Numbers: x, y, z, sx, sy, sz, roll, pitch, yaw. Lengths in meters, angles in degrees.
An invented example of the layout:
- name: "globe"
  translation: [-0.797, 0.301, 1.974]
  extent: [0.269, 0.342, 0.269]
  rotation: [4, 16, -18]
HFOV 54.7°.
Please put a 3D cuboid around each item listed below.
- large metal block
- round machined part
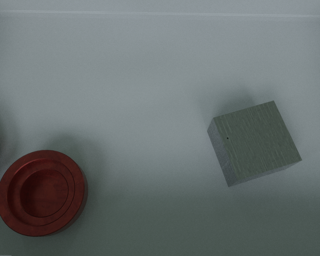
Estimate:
- name: "large metal block"
  translation: [0.115, 0.021, 0.390]
  extent: [0.081, 0.050, 0.080]
  rotation: [-16, 71, -6]
- name: "round machined part"
  translation: [-0.135, 0.079, 0.370]
  extent: [0.099, 0.042, 0.098]
  rotation: [0, 70, -1]
